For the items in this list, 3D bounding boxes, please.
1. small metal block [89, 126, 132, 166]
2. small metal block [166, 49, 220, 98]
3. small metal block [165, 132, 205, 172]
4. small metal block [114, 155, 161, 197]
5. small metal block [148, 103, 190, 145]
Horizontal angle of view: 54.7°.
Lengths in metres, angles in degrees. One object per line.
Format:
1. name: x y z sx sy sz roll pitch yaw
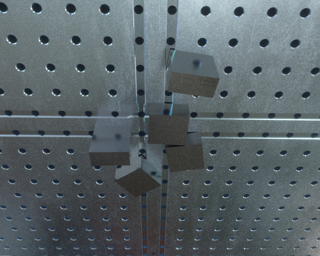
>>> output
1. small metal block: -0.064 0.024 0.414 0.050 0.050 0.025 0 130 0
2. small metal block: 0.035 -0.061 0.344 0.050 0.050 0.025 7 130 -7
3. small metal block: 0.036 0.035 0.442 0.050 0.025 0.050 -7 130 5
4. small metal block: -0.033 0.075 0.475 0.050 0.025 0.050 -29 125 22
5. small metal block: 0.010 -0.005 0.408 0.050 0.025 0.050 3 130 -3
